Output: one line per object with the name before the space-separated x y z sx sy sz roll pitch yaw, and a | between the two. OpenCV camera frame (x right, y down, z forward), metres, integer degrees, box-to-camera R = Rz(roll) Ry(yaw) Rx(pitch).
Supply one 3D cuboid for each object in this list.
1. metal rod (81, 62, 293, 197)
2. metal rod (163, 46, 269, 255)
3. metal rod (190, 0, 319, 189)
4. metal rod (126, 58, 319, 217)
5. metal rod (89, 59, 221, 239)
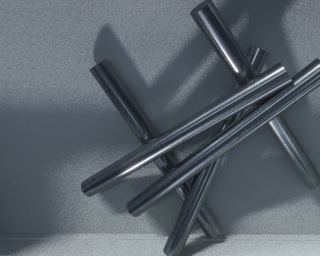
metal rod | 0.014 0.014 0.380 0.300 0.025 0.025 -32 108 23
metal rod | 0.069 0.041 0.408 0.025 0.025 0.298 19 102 -8
metal rod | 0.131 -0.022 0.378 0.025 0.025 0.300 -36 117 12
metal rod | 0.066 0.026 0.380 0.025 0.025 0.299 43 114 -15
metal rod | 0.003 0.040 0.426 0.025 0.025 0.299 -31 108 10
